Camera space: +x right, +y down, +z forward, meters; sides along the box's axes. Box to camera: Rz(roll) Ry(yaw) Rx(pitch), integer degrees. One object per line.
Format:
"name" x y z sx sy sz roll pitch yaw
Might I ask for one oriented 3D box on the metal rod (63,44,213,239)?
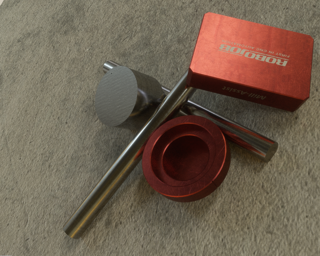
"metal rod" -0.017 0.012 0.385 0.300 0.025 0.025 -52 52 0

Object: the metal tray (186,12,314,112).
"metal tray" 0.104 -0.078 0.359 0.131 0.030 0.090 15 66 4

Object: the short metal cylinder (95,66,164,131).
"short metal cylinder" -0.042 -0.038 0.418 0.080 0.050 0.080 -8 77 39

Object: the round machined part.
"round machined part" 0.033 0.037 0.354 0.098 0.042 0.098 -13 56 21

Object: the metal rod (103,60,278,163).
"metal rod" 0.017 -0.037 0.420 0.300 0.025 0.025 32 80 38
